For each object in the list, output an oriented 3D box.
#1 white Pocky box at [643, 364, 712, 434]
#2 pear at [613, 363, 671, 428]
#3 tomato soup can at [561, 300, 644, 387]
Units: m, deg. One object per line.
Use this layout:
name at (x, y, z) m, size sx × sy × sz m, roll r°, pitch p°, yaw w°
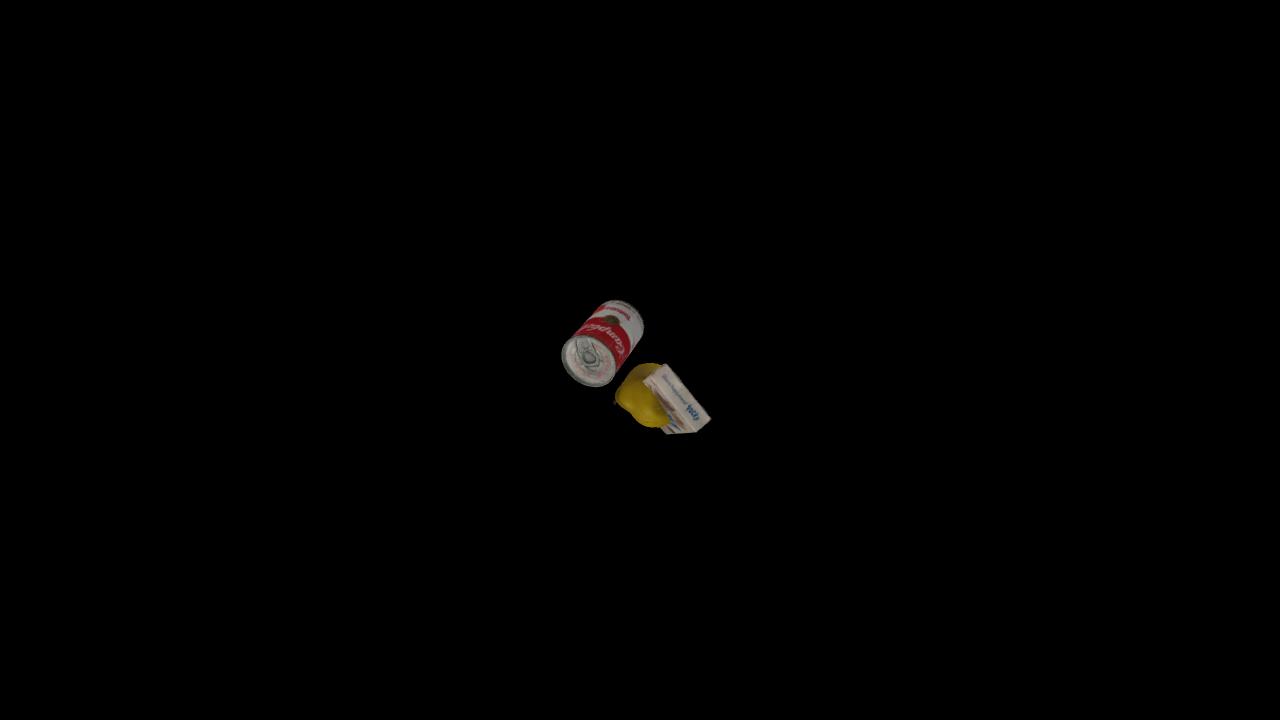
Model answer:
white Pocky box at (0.032, 0.052, 0.752) m, size 0.028 × 0.084 × 0.154 m, roll -40°, pitch 0°, yaw -13°
pear at (-0.001, 0.042, 0.768) m, size 0.080 × 0.080 × 0.111 m, roll 0°, pitch 4°, yaw -43°
tomato soup can at (-0.041, -0.022, 0.731) m, size 0.068 × 0.068 × 0.101 m, roll 0°, pitch 29°, yaw 23°
